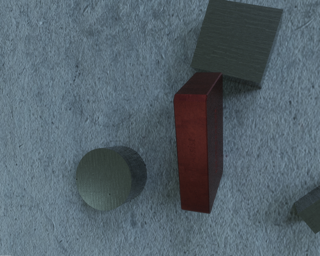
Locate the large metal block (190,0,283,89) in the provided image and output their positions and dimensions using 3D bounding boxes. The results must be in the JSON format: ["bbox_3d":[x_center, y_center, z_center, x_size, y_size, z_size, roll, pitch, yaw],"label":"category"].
[{"bbox_3d":[0.090,-0.098,0.364,0.080,0.050,0.080,17,96,18],"label":"large metal block"}]

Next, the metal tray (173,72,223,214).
[{"bbox_3d":[0.046,0.013,0.334,0.030,0.090,0.129,3,115,20],"label":"metal tray"}]

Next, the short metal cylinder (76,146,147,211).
[{"bbox_3d":[-0.064,0.065,0.417,0.080,0.050,0.079,0,90,19],"label":"short metal cylinder"}]

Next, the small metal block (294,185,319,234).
[{"bbox_3d":[0.176,0.082,0.334,0.050,0.050,0.025,-41,77,15],"label":"small metal block"}]
